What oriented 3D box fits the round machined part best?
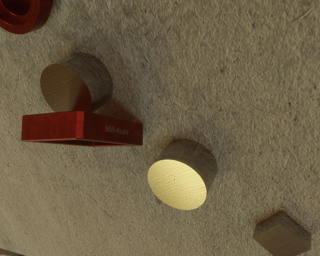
[{"bbox_3d":[-0.173,-0.170,0.382,0.098,0.042,0.097,13,124,21],"label":"round machined part"}]

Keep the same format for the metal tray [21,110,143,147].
[{"bbox_3d":[-0.091,0.005,0.391,0.090,0.131,0.030,-3,83,27],"label":"metal tray"}]

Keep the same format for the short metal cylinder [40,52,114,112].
[{"bbox_3d":[-0.110,-0.055,0.415,0.080,0.050,0.079,13,124,21],"label":"short metal cylinder"}]

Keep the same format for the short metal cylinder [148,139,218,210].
[{"bbox_3d":[0.031,0.061,0.413,0.080,0.050,0.079,13,124,21],"label":"short metal cylinder"}]

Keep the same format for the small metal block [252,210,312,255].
[{"bbox_3d":[0.162,0.144,0.411,0.050,0.025,0.050,41,129,0],"label":"small metal block"}]
